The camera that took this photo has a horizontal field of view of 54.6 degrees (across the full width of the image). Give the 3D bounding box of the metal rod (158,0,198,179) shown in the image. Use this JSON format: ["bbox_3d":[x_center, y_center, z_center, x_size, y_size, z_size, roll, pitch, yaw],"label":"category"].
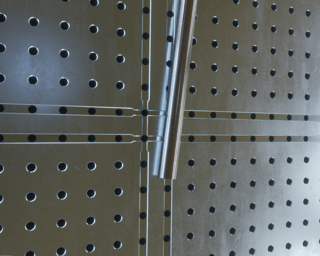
[{"bbox_3d":[0.027,-0.081,0.422,0.025,0.025,0.299,8,87,-20],"label":"metal rod"}]
